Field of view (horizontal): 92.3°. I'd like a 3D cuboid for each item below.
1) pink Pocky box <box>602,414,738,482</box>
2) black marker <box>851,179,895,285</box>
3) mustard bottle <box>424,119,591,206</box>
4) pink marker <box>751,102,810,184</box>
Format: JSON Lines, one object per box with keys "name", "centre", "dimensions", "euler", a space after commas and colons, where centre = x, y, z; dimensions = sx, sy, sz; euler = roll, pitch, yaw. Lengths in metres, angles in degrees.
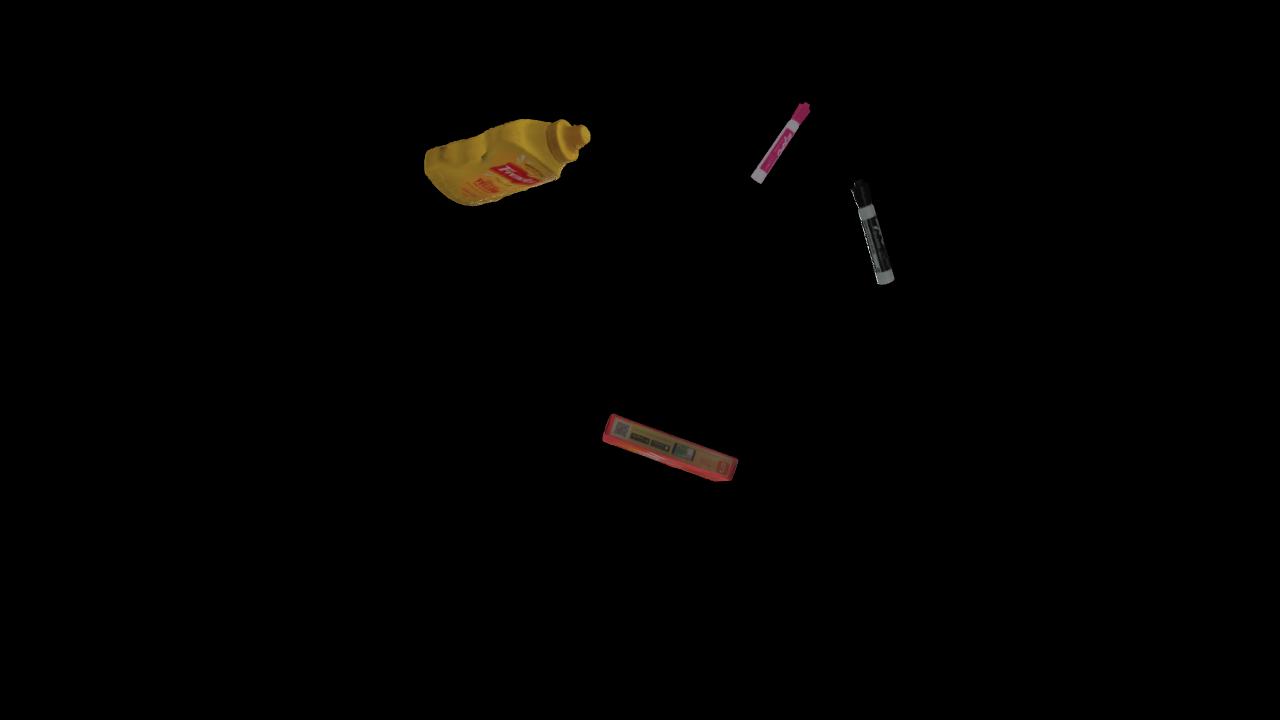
{"name": "pink Pocky box", "centre": [0.031, 0.106, 0.727], "dimensions": [0.155, 0.029, 0.084], "euler": [20, -13, -1]}
{"name": "black marker", "centre": [0.260, -0.143, 0.688], "dimensions": [0.020, 0.121, 0.020], "euler": [-21, 18, 7]}
{"name": "mustard bottle", "centre": [-0.134, -0.217, 0.660], "dimensions": [0.184, 0.054, 0.092], "euler": [-8, -21, 26]}
{"name": "pink marker", "centre": [0.197, -0.304, 0.859], "dimensions": [0.020, 0.121, 0.020], "euler": [32, 13, -9]}
